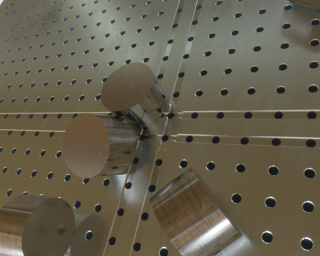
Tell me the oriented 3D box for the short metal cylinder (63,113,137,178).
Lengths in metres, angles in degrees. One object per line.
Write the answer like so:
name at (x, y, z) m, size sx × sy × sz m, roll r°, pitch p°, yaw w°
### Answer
short metal cylinder at (-0.078, 0.022, 0.398) m, size 0.080 × 0.050 × 0.080 m, roll -2°, pitch 87°, yaw 33°

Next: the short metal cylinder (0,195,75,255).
short metal cylinder at (-0.150, 0.123, 0.374) m, size 0.050 × 0.080 × 0.080 m, roll -2°, pitch 61°, yaw 27°

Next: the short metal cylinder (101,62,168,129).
short metal cylinder at (-0.035, -0.045, 0.437) m, size 0.080 × 0.050 × 0.080 m, roll -13°, pitch 56°, yaw 20°

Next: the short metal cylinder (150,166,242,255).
short metal cylinder at (0.035, 0.085, 0.302) m, size 0.050 × 0.080 × 0.080 m, roll -37°, pitch 51°, yaw 3°

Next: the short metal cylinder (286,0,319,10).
short metal cylinder at (0.193, -0.198, 0.393) m, size 0.080 × 0.080 × 0.050 m, roll -44°, pitch 51°, yaw -2°
